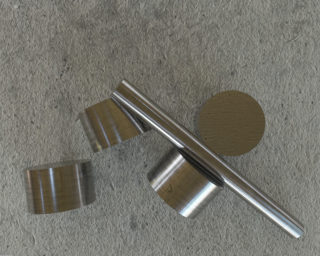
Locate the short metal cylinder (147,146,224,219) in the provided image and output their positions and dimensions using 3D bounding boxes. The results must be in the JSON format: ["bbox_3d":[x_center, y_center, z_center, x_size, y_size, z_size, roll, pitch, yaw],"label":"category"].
[{"bbox_3d":[0.031,0.063,0.379,0.080,0.080,0.050,41,99,0],"label":"short metal cylinder"}]

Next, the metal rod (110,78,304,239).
[{"bbox_3d":[0.067,0.046,0.373,0.301,0.025,0.025,38,90,-15],"label":"metal rod"}]

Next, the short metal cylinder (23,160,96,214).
[{"bbox_3d":[-0.122,0.069,0.381,0.080,0.080,0.050,-7,90,0],"label":"short metal cylinder"}]

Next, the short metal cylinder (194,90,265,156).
[{"bbox_3d":[0.087,-0.006,0.398,0.081,0.050,0.079,0,90,0],"label":"short metal cylinder"}]

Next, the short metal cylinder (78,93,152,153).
[{"bbox_3d":[-0.053,-0.007,0.382,0.080,0.080,0.050,-22,90,0],"label":"short metal cylinder"}]
